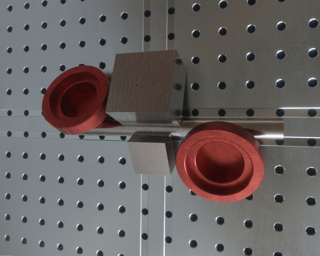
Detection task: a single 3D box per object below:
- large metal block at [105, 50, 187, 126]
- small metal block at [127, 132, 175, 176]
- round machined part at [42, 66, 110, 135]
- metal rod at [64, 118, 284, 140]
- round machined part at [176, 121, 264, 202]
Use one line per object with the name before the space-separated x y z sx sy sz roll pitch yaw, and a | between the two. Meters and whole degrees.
large metal block | -0.015 -0.049 0.393 0.080 0.050 0.080 1 72 20
small metal block | -0.010 0.034 0.406 0.050 0.025 0.050 1 119 20
round machined part | -0.108 -0.035 0.428 0.098 0.042 0.098 -8 62 15
metal rod | 0.002 0.000 0.412 0.301 0.025 0.025 1 90 19
round machined part | 0.071 0.036 0.365 0.098 0.042 0.097 8 118 16
